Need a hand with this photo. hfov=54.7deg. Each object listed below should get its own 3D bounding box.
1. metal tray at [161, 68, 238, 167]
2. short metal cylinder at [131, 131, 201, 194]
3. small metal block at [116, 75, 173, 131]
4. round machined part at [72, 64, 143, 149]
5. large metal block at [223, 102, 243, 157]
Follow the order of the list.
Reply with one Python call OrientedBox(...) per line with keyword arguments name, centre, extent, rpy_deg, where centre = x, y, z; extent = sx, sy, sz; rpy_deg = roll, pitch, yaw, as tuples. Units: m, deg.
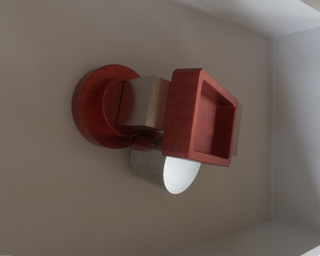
OrientedBox(name="metal tray", centre=(0.052, -0.005, 0.355), extent=(0.131, 0.030, 0.090), rpy_deg=(19, 77, -58))
OrientedBox(name="short metal cylinder", centre=(0.010, 0.035, 0.384), extent=(0.081, 0.050, 0.079), rpy_deg=(-23, 121, -46))
OrientedBox(name="small metal block", centre=(-0.016, -0.024, 0.321), extent=(0.025, 0.050, 0.050), rpy_deg=(16, 80, -39))
OrientedBox(name="round machined part", centre=(-0.046, -0.025, 0.356), extent=(0.099, 0.042, 0.097), rpy_deg=(0, 90, -40))
OrientedBox(name="large metal block", centre=(0.071, -0.004, 0.448), extent=(0.081, 0.050, 0.080), rpy_deg=(13, 82, -40))
